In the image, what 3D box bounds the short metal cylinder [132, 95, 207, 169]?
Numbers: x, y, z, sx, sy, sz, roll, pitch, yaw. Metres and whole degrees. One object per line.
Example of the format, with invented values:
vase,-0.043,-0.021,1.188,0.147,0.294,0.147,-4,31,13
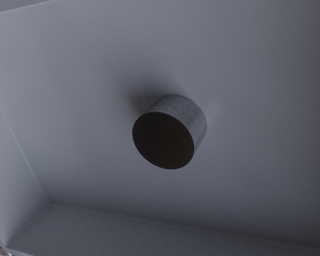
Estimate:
short metal cylinder,0.013,0.005,0.387,0.080,0.050,0.079,13,124,20
